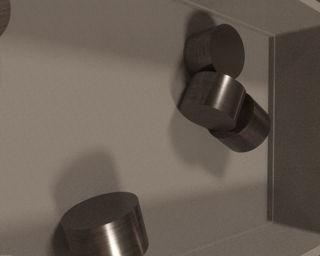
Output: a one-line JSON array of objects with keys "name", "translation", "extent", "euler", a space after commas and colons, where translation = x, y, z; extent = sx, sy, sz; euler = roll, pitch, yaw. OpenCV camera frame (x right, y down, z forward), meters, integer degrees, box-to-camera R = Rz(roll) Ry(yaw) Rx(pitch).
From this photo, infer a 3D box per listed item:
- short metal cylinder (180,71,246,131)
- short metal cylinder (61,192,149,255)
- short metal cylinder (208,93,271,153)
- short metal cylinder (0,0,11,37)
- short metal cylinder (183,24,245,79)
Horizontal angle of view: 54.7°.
[{"name": "short metal cylinder", "translation": [0.074, -0.036, 0.436], "extent": [0.080, 0.080, 0.050], "euler": [34, 69, -35]}, {"name": "short metal cylinder", "translation": [-0.057, 0.107, 0.325], "extent": [0.081, 0.080, 0.050], "euler": [-21, 104, -38]}, {"name": "short metal cylinder", "translation": [0.120, -0.009, 0.474], "extent": [0.050, 0.080, 0.080], "euler": [35, 68, -36]}, {"name": "short metal cylinder", "translation": [-0.170, -0.098, 0.248], "extent": [0.081, 0.050, 0.079], "euler": [0, 90, -40]}, {"name": "short metal cylinder", "translation": [0.081, -0.108, 0.461], "extent": [0.081, 0.050, 0.079], "euler": [0, 90, -40]}]
